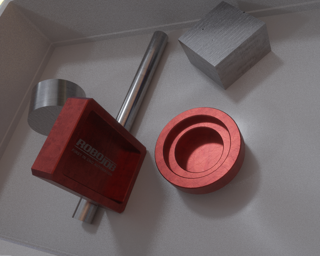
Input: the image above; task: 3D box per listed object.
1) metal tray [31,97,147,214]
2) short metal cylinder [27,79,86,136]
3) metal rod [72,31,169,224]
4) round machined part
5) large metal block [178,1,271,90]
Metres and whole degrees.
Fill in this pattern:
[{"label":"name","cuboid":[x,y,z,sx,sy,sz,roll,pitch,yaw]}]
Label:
[{"label":"metal tray","cuboid":[-0.070,0.035,0.352,0.030,0.130,0.090,7,66,31]},{"label":"short metal cylinder","cuboid":[-0.153,-0.028,0.466,0.080,0.080,0.050,-20,54,16]},{"label":"metal rod","cuboid":[-0.048,-0.015,0.438,0.025,0.025,0.300,7,65,31]},{"label":"round machined part","cuboid":[0.047,0.028,0.352,0.098,0.042,0.098,-13,56,20]},{"label":"large metal block","cuboid":[0.085,-0.111,0.412,0.080,0.050,0.080,-41,51,0]}]
